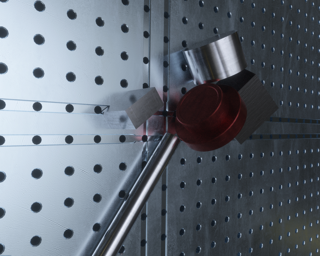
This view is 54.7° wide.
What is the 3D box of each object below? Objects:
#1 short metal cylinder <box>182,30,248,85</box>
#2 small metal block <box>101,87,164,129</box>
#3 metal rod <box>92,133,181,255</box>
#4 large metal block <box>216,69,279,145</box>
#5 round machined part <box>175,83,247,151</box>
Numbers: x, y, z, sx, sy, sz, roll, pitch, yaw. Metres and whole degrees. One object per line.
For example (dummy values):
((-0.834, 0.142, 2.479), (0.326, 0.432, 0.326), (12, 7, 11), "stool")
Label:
((0.078, -0.101, 0.441), (0.081, 0.080, 0.050), (-34, 111, -35), "short metal cylinder")
((-0.032, -0.023, 0.367), (0.050, 0.050, 0.025), (-43, 116, -32), "small metal block")
((-0.055, 0.131, 0.365), (0.025, 0.025, 0.300), (46, 62, -31), "metal rod")
((0.120, -0.035, 0.473), (0.080, 0.050, 0.080), (-45, 125, 4), "large metal block")
((0.061, -0.021, 0.412), (0.042, 0.098, 0.098), (45, 63, -39), "round machined part")
